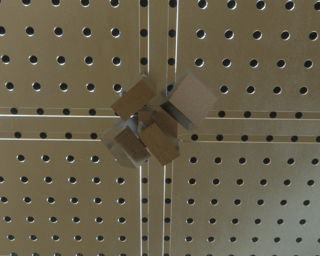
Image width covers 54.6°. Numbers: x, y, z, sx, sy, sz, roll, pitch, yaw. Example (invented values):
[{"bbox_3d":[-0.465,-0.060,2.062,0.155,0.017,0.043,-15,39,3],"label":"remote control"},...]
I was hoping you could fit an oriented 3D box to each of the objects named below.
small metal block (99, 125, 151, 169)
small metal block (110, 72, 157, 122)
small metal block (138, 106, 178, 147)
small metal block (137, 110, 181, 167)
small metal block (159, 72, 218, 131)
[{"bbox_3d":[-0.046,0.025,0.406,0.025,0.050,0.050,-43,109,-25],"label":"small metal block"},{"bbox_3d":[-0.031,-0.040,0.385,0.050,0.050,0.025,-39,106,13],"label":"small metal block"},{"bbox_3d":[-0.003,-0.002,0.412,0.050,0.025,0.050,0,110,-2],"label":"small metal block"},{"bbox_3d":[-0.001,0.011,0.377,0.025,0.050,0.050,-35,107,11],"label":"small metal block"},{"bbox_3d":[0.036,-0.032,0.387,0.050,0.025,0.050,41,65,-13],"label":"small metal block"}]
